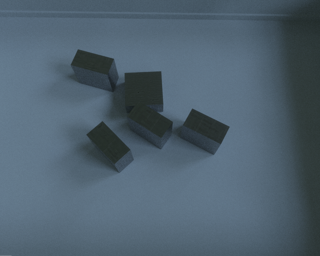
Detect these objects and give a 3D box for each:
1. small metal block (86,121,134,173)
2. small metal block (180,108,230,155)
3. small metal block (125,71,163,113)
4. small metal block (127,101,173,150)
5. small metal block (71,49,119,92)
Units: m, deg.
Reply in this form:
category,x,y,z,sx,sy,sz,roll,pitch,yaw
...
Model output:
category,x,y,z,sx,sy,sz,roll,pitch,yaw
small metal block,-0.061,0.025,0.387,0.025,0.050,0.050,-43,76,-14
small metal block,0.056,0.006,0.394,0.050,0.050,0.025,27,73,9
small metal block,-0.022,-0.049,0.427,0.050,0.025,0.050,-3,70,-1
small metal block,-0.012,-0.002,0.397,0.050,0.050,0.025,32,73,11
small metal block,-0.087,-0.077,0.424,0.050,0.050,0.025,16,71,5
